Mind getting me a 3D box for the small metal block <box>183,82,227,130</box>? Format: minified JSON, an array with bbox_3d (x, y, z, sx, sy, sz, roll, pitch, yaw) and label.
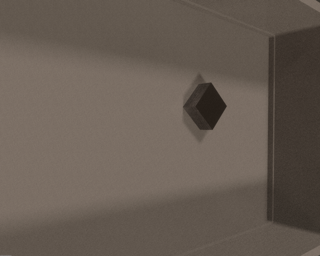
[{"bbox_3d":[0.069,-0.032,0.467,0.050,0.025,0.050,50,60,-29],"label":"small metal block"}]
